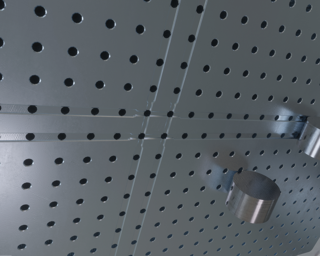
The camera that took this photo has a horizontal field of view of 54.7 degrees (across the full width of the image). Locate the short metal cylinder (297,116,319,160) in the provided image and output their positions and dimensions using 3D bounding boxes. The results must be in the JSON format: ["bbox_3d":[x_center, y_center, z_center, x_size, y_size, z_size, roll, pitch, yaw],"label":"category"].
[{"bbox_3d":[0.291,0.019,0.546,0.081,0.080,0.050,-2,120,-27],"label":"short metal cylinder"}]

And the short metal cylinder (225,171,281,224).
[{"bbox_3d":[0.159,0.118,0.535,0.081,0.080,0.050,-3,120,-27],"label":"short metal cylinder"}]
